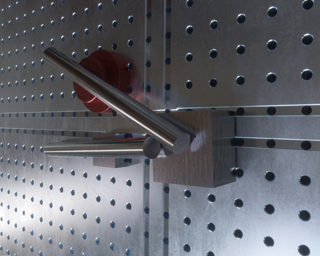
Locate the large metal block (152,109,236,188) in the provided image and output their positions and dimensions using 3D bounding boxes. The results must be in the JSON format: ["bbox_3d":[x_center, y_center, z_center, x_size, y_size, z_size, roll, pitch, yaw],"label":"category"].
[{"bbox_3d":[0.038,0.022,0.356,0.080,0.050,0.079,-2,89,39],"label":"large metal block"}]

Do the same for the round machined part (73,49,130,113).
[{"bbox_3d":[-0.096,-0.071,0.474,0.098,0.042,0.097,0,90,39],"label":"round machined part"}]

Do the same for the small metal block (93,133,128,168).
[{"bbox_3d":[-0.076,0.033,0.470,0.050,0.025,0.050,0,90,39],"label":"small metal block"}]

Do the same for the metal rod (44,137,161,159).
[{"bbox_3d":[-0.105,0.031,0.458,0.299,0.025,0.025,-5,87,50],"label":"metal rod"}]

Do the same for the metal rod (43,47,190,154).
[{"bbox_3d":[-0.077,-0.051,0.408,0.300,0.025,0.025,34,111,37],"label":"metal rod"}]
